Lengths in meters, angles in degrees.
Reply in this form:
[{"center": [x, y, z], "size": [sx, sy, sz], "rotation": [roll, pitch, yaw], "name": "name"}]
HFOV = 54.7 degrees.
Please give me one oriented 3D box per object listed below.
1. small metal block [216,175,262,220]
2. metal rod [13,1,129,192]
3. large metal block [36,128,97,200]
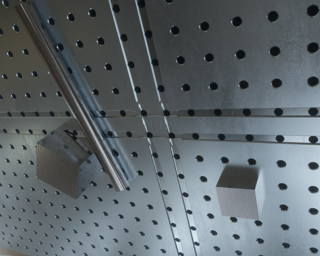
[{"center": [0.106, 0.092, 0.412], "size": [0.050, 0.025, 0.050], "rotation": [-1, 118, 28], "name": "small metal block"}, {"center": [-0.121, -0.033, 0.454], "size": [0.025, 0.025, 0.299], "rotation": [-12, 112, 33], "name": "metal rod"}, {"center": [-0.154, 0.059, 0.513], "size": [0.080, 0.050, 0.079], "rotation": [25, 128, 12], "name": "large metal block"}]
